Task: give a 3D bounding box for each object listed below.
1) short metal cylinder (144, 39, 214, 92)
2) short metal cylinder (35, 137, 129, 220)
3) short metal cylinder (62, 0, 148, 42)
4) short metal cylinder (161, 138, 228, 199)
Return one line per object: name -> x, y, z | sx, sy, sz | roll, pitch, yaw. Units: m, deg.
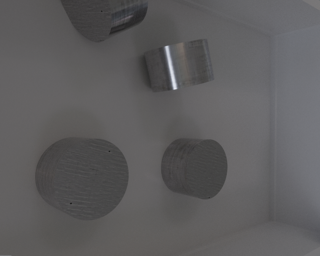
short metal cylinder -> 0.024, -0.078, 0.391 | 0.081, 0.080, 0.050 | -21, 103, -38
short metal cylinder -> -0.080, 0.050, 0.323 | 0.081, 0.050, 0.080 | 0, 90, -40
short metal cylinder -> -0.059, -0.136, 0.321 | 0.050, 0.080, 0.080 | -38, 114, -33
short metal cylinder -> 0.048, 0.055, 0.431 | 0.081, 0.050, 0.080 | 0, 90, -40
